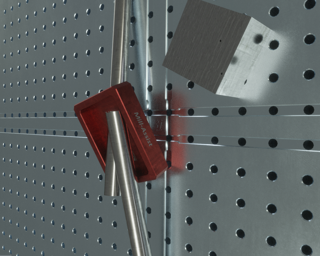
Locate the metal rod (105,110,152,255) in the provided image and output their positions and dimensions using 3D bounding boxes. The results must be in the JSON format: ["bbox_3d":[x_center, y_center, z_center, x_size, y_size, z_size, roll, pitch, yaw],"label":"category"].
[{"bbox_3d":[-0.031,0.125,0.405,0.025,0.025,0.298,-8,94,40],"label":"metal rod"}]

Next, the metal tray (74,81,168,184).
[{"bbox_3d":[-0.055,0.012,0.422,0.090,0.030,0.129,-19,99,38],"label":"metal tray"}]

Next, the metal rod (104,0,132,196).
[{"bbox_3d":[-0.058,-0.057,0.437,0.025,0.025,0.298,-3,82,40],"label":"metal rod"}]

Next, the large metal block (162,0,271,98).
[{"bbox_3d":[0.060,-0.088,0.343,0.080,0.050,0.079,35,112,34],"label":"large metal block"}]
